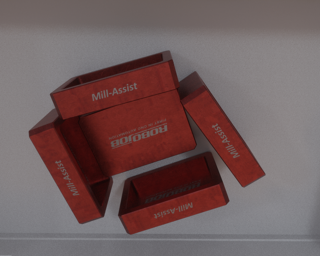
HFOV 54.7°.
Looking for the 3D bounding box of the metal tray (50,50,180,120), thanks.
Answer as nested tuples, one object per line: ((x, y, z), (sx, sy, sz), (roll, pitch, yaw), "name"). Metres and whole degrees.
((-0.047, -0.052, 0.354), (0.131, 0.090, 0.030), (-15, 110, 5), "metal tray")

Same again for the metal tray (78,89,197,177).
((-0.027, 0.002, 0.406), (0.131, 0.030, 0.090), (-19, 109, 6), "metal tray")

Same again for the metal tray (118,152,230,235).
((0.016, 0.081, 0.405), (0.131, 0.090, 0.030), (-19, 109, 6), "metal tray")

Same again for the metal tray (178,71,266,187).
((0.071, -0.001, 0.376), (0.030, 0.090, 0.130), (-34, 107, 12), "metal tray")

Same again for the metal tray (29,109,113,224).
((-0.104, 0.041, 0.388), (0.030, 0.090, 0.129), (-20, 109, 7), "metal tray")
